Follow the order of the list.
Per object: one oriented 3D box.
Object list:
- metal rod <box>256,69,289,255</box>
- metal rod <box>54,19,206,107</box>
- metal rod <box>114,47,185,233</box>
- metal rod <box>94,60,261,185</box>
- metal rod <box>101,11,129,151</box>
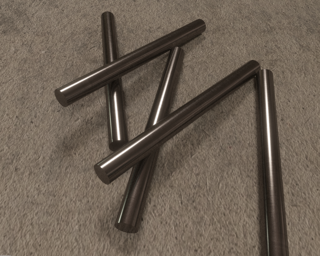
[{"bbox_3d":[0.133,0.033,0.377,0.025,0.025,0.300,8,50,6],"label":"metal rod"},{"bbox_3d":[-0.025,-0.111,0.472,0.025,0.025,0.302,34,50,25],"label":"metal rod"},{"bbox_3d":[-0.003,-0.010,0.411,0.025,0.025,0.300,10,51,7],"label":"metal rod"},{"bbox_3d":[0.043,-0.024,0.401,0.025,0.025,0.302,36,52,26],"label":"metal rod"},{"bbox_3d":[-0.074,-0.091,0.478,0.025,0.025,0.300,-7,50,-6],"label":"metal rod"}]
